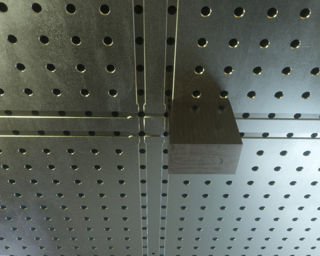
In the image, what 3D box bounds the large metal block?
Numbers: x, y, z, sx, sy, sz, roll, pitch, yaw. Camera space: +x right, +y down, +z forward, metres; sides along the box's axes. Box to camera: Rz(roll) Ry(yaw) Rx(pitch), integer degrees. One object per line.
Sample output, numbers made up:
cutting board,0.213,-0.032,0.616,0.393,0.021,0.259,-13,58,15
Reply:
large metal block,0.050,0.011,0.386,0.081,0.080,0.050,1,130,-1
